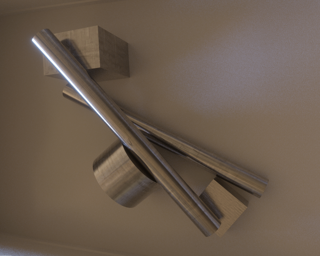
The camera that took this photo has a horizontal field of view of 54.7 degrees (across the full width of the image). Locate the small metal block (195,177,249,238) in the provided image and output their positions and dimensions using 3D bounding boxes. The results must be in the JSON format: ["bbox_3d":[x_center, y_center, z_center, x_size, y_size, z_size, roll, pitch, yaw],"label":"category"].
[{"bbox_3d":[0.073,0.096,0.383,0.050,0.025,0.050,40,102,15],"label":"small metal block"}]

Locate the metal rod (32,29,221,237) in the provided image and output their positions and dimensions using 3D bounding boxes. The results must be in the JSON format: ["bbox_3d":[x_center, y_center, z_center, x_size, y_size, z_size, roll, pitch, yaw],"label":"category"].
[{"bbox_3d":[-0.038,0.005,0.360,0.025,0.025,0.300,-42,90,15],"label":"metal rod"}]

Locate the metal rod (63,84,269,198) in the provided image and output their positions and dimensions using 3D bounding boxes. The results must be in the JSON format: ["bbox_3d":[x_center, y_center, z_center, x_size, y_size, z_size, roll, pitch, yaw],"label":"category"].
[{"bbox_3d":[-0.005,0.008,0.410,0.301,0.025,0.025,26,99,17],"label":"metal rod"}]

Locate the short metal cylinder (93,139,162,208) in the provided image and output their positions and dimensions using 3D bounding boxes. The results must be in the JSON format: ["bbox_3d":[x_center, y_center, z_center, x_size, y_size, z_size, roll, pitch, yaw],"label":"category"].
[{"bbox_3d":[-0.037,0.052,0.391,0.050,0.080,0.080,-42,77,15],"label":"short metal cylinder"}]

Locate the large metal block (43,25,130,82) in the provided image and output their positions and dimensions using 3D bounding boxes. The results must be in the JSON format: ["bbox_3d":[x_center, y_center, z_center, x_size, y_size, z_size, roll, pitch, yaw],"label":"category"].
[{"bbox_3d":[-0.096,-0.093,0.413,0.080,0.080,0.050,-4,89,19],"label":"large metal block"}]
